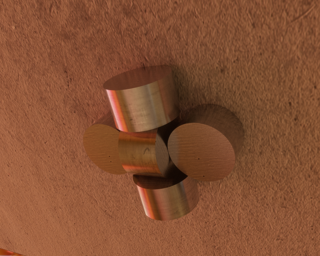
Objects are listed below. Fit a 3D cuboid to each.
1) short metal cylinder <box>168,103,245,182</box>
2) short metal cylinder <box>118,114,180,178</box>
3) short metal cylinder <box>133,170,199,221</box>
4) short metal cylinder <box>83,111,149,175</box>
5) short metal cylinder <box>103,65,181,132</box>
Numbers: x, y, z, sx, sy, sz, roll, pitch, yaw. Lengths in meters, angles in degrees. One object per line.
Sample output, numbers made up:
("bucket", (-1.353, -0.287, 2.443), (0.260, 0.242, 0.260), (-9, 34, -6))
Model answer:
("short metal cylinder", (0.056, 0.017, 0.373), (0.080, 0.050, 0.079), (13, 124, 21))
("short metal cylinder", (-0.008, 0.021, 0.391), (0.050, 0.080, 0.080), (1, 119, 28))
("short metal cylinder", (0.009, 0.077, 0.417), (0.080, 0.080, 0.050), (0, 118, 28))
("short metal cylinder", (-0.059, 0.018, 0.435), (0.080, 0.050, 0.079), (13, 123, 20))
("short metal cylinder", (-0.020, -0.036, 0.362), (0.080, 0.080, 0.050), (0, 118, 28))
